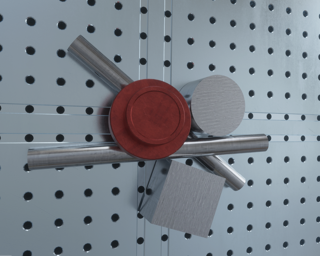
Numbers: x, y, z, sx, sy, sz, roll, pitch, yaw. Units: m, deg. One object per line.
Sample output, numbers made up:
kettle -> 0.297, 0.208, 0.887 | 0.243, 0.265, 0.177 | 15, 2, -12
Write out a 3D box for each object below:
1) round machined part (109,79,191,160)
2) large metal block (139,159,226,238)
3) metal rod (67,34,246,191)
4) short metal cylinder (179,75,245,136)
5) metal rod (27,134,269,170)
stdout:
round machined part -> -0.009, -0.011, 0.365 | 0.099, 0.042, 0.097 | 2, 81, -14
large metal block -> 0.029, 0.089, 0.409 | 0.080, 0.050, 0.080 | 21, 83, -19
metal rod -> 0.006, -0.011, 0.416 | 0.300, 0.025, 0.025 | 40, 77, -16
short metal cylinder -> 0.068, -0.029, 0.425 | 0.081, 0.050, 0.079 | 0, 90, -21
metal rod -> -0.004, 0.028, 0.392 | 0.302, 0.025, 0.025 | -3, 91, -13
